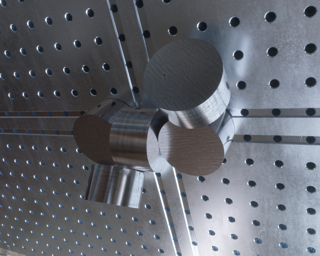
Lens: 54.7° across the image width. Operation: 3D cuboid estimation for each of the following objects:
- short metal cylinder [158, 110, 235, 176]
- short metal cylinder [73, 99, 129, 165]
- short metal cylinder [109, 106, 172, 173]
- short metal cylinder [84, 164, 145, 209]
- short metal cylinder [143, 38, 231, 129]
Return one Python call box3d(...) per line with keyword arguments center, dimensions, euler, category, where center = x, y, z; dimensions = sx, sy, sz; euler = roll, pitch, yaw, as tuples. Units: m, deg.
box3d(center=(0.045, 0.011, 0.376), dimensions=(0.080, 0.050, 0.079), euler=(13, 124, 20), category="short metal cylinder")
box3d(center=(-0.073, 0.006, 0.434), dimensions=(0.080, 0.050, 0.079), euler=(13, 124, 20), category="short metal cylinder")
box3d(center=(-0.020, 0.014, 0.393), dimensions=(0.050, 0.080, 0.079), euler=(5, 121, 25), category="short metal cylinder")
box3d(center=(-0.065, 0.086, 0.454), dimensions=(0.080, 0.050, 0.080), euler=(9, 165, 3), category="short metal cylinder")
box3d(center=(0.029, -0.045, 0.323), dimensions=(0.080, 0.080, 0.050), euler=(8, 164, 23), category="short metal cylinder")
